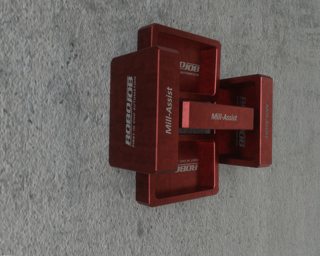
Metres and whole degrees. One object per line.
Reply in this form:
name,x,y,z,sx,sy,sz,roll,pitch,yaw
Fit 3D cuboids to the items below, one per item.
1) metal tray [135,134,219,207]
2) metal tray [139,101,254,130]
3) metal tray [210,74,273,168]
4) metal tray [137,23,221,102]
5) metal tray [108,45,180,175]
metal tray,0.028,0.053,0.428,0.131,0.030,0.089,1,89,-40
metal tray,0.049,-0.014,0.406,0.131,0.090,0.030,1,91,-40
metal tray,0.119,-0.010,0.463,0.030,0.090,0.129,2,89,-40
metal tray,0.030,-0.084,0.427,0.131,0.030,0.089,0,93,-40
metal tray,-0.020,-0.018,0.347,0.030,0.090,0.129,2,90,-41
